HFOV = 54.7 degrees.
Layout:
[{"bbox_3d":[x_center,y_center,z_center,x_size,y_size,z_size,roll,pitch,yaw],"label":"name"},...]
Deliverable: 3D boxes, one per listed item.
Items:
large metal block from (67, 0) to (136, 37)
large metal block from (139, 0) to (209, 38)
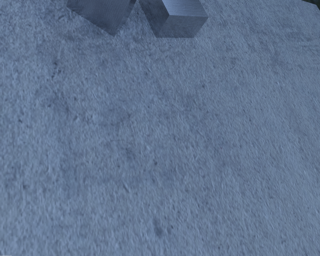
[{"bbox_3d":[-0.078,-0.194,0.446,0.080,0.080,0.050,31,52,-9],"label":"large metal block"},{"bbox_3d":[0.022,-0.201,0.524,0.081,0.050,0.080,-10,67,-33],"label":"large metal block"}]
